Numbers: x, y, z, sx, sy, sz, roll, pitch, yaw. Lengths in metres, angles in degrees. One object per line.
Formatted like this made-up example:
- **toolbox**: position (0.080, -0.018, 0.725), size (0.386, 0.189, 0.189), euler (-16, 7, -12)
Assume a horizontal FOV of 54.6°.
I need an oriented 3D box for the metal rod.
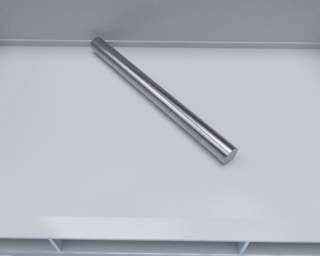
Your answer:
- **metal rod**: position (-0.010, -0.054, 0.450), size (0.025, 0.025, 0.300), euler (-33, 57, -24)
